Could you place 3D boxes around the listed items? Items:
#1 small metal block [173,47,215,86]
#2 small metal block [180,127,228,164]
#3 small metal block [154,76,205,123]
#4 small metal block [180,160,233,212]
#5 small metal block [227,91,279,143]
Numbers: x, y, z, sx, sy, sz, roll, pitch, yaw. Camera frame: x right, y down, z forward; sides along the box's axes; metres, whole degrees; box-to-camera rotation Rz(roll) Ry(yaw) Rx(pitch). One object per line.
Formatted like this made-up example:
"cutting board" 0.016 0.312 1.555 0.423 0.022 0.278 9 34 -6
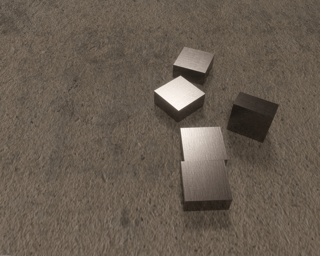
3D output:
"small metal block" 0.053 -0.098 0.486 0.050 0.025 0.050 18 52 14
"small metal block" 0.052 0.026 0.382 0.050 0.025 0.050 -2 50 -2
"small metal block" 0.027 -0.042 0.439 0.050 0.025 0.050 -33 58 -25
"small metal block" 0.050 0.065 0.350 0.050 0.025 0.050 -2 50 -2
"small metal block" 0.118 -0.013 0.400 0.050 0.050 0.025 22 54 17
